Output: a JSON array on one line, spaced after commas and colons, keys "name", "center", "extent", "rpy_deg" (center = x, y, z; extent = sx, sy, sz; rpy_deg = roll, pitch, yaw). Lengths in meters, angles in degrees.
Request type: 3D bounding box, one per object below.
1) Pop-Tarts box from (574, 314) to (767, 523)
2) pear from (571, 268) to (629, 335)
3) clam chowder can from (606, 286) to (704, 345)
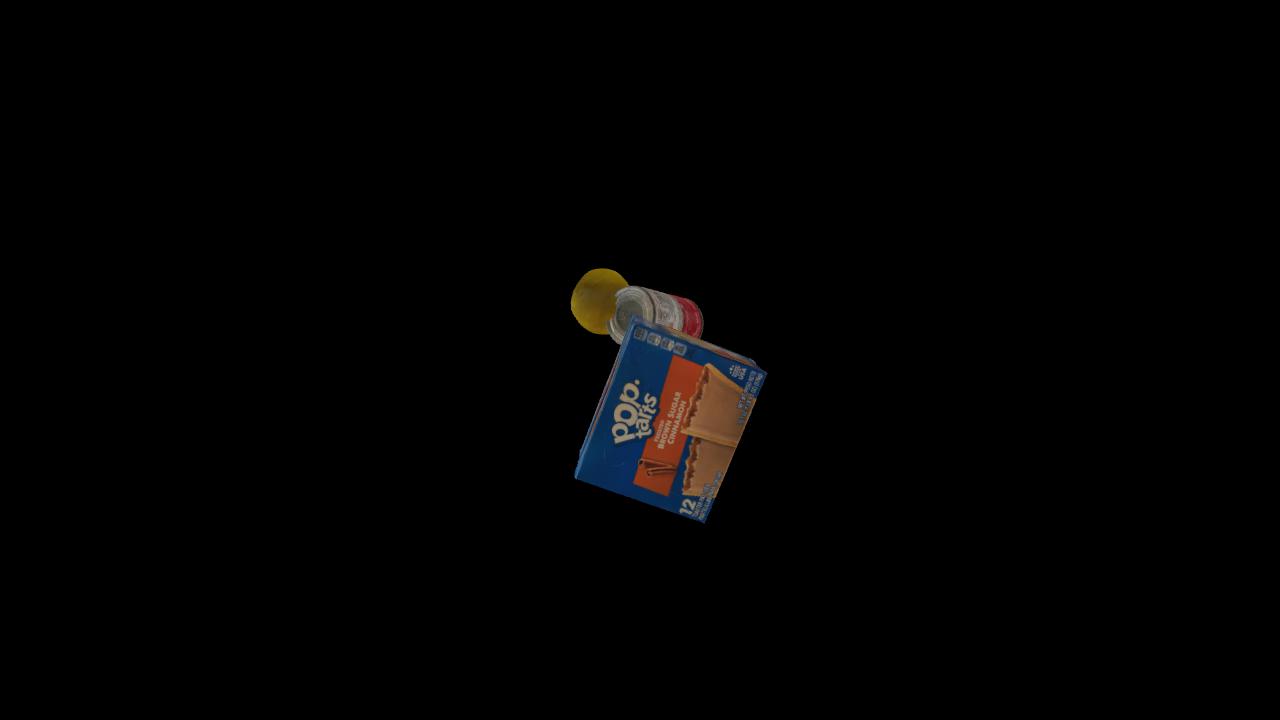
[{"name": "Pop-Tarts box", "center": [0.028, 0.057, 0.633], "extent": [0.141, 0.167, 0.083], "rpy_deg": [21, 8, -5]}, {"name": "pear", "center": [-0.022, -0.054, 0.695], "extent": [0.111, 0.080, 0.080], "rpy_deg": [29, 6, 10]}, {"name": "clam chowder can", "center": [0.017, -0.044, 0.691], "extent": [0.068, 0.068, 0.102], "rpy_deg": [0, -3, 35]}]
